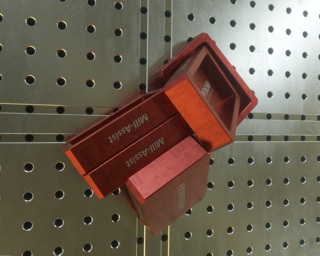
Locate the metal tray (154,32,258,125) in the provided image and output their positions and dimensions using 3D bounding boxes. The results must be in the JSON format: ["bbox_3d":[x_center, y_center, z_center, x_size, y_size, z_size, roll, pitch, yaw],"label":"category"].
[{"bbox_3d":[0.067,-0.054,0.435,0.090,0.030,0.130,-46,105,-15],"label":"metal tray"}]

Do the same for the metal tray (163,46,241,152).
[{"bbox_3d":[0.057,-0.041,0.375,0.090,0.030,0.130,52,30,-13],"label":"metal tray"}]

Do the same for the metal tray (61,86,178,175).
[{"bbox_3d":[-0.048,0.000,0.361,0.131,0.090,0.030,-34,102,-17],"label":"metal tray"}]

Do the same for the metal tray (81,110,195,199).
[{"bbox_3d":[-0.031,0.025,0.366,0.131,0.090,0.030,-34,102,-17],"label":"metal tray"}]

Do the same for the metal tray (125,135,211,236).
[{"bbox_3d":[0.014,0.074,0.370,0.090,0.129,0.030,-34,60,-17],"label":"metal tray"}]
